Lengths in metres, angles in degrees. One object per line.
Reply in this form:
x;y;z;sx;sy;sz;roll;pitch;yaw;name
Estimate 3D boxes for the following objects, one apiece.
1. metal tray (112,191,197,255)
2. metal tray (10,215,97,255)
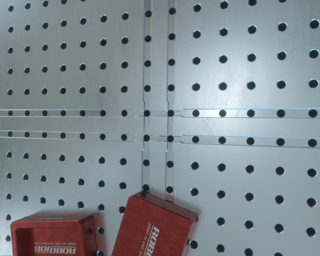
-0.013;0.162;0.415;0.090;0.030;0.129;19;96;19;metal tray
-0.161;0.181;0.467;0.130;0.030;0.090;-7;88;19;metal tray
